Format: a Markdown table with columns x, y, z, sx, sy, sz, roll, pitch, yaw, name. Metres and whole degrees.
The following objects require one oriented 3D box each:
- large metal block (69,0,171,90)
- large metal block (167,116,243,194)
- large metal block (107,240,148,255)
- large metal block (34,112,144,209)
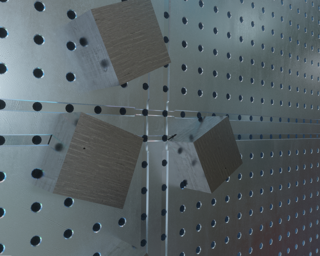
| x | y | z | sx | sy | sz | roll | pitch | yaw | name |
| --- | --- | --- | --- | --- | --- | --- | --- | --- | --- |
| -0.043 | -0.098 | 0.358 | 0.081 | 0.050 | 0.080 | -32 | 110 | -36 | large metal block |
| 0.068 | 0.036 | 0.452 | 0.081 | 0.050 | 0.080 | -34 | 111 | -35 | large metal block |
| -0.041 | 0.196 | 0.361 | 0.080 | 0.050 | 0.080 | -39 | 114 | -33 | large metal block |
| -0.074 | 0.035 | 0.333 | 0.080 | 0.050 | 0.080 | 26 | 74 | -37 | large metal block |
